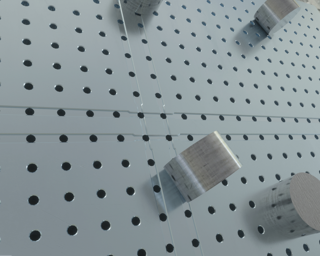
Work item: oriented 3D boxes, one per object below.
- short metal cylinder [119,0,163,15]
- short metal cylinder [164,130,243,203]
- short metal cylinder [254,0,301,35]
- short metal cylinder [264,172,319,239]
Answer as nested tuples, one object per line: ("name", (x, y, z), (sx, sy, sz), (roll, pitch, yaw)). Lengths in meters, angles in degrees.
("short metal cylinder", (-0.029, -0.240, 0.525), (0.081, 0.050, 0.080), (14, 56, -21))
("short metal cylinder", (0.052, 0.046, 0.374), (0.081, 0.080, 0.050), (-26, 76, -37))
("short metal cylinder", (0.249, -0.245, 0.660), (0.081, 0.080, 0.050), (-29, 78, -38))
("short metal cylinder", (0.195, 0.109, 0.433), (0.081, 0.050, 0.080), (14, 56, -21))
